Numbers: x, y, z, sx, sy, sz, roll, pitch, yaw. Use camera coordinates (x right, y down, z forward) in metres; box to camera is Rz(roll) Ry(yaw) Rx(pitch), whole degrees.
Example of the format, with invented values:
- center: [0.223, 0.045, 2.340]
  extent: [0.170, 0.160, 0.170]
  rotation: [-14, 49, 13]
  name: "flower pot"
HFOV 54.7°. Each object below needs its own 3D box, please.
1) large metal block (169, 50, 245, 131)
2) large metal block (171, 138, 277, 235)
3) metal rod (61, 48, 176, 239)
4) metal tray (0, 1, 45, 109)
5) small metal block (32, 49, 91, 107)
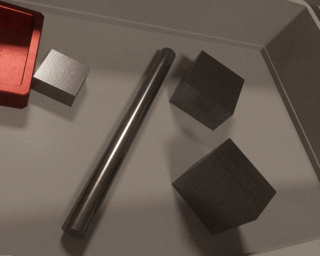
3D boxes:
- center: [0.072, -0.056, 0.465]
  extent: [0.080, 0.050, 0.080]
  rotation: [33, 51, -7]
  name: "large metal block"
- center: [0.073, 0.071, 0.368]
  extent: [0.050, 0.080, 0.080]
  rotation: [-34, 81, -38]
  name: "large metal block"
- center: [-0.036, -0.007, 0.391]
  extent: [0.025, 0.025, 0.301]
  rotation: [31, 51, -9]
  name: "metal rod"
- center: [-0.190, -0.090, 0.355]
  extent: [0.091, 0.030, 0.130]
  rotation: [10, 57, -23]
  name: "metal tray"
- center: [-0.121, -0.061, 0.379]
  extent: [0.050, 0.025, 0.050]
  rotation: [26, 52, -13]
  name: "small metal block"
